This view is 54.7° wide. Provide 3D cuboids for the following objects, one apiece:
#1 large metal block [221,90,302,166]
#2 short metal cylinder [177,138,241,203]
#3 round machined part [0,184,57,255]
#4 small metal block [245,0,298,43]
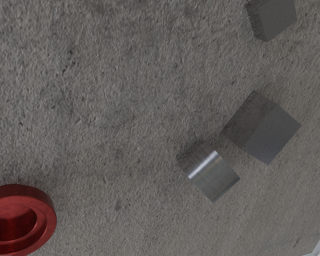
[{"bbox_3d":[0.156,0.001,0.477,0.080,0.050,0.080,28,103,-38],"label":"large metal block"},{"bbox_3d":[0.069,0.061,0.447,0.050,0.080,0.080,-43,130,1],"label":"short metal cylinder"},{"bbox_3d":[-0.176,0.105,0.365,0.099,0.042,0.097,-14,124,-21],"label":"round machined part"},{"bbox_3d":[0.142,-0.147,0.394,0.050,0.025,0.050,-37,129,-4],"label":"small metal block"}]
